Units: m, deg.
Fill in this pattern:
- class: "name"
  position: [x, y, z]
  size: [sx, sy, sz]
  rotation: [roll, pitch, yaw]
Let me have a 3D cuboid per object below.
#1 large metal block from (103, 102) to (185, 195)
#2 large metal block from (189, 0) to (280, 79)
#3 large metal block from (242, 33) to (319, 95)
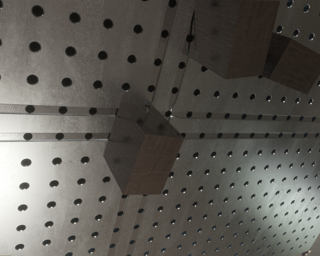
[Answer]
- class: "large metal block"
  position: [-0.024, 0.024, 0.379]
  size: [0.050, 0.080, 0.079]
  rotation: [7, 115, -32]
- class: "large metal block"
  position: [0.079, -0.109, 0.353]
  size: [0.050, 0.080, 0.079]
  rotation: [-10, 123, -24]
- class: "large metal block"
  position: [0.153, -0.091, 0.405]
  size: [0.081, 0.080, 0.050]
  rotation: [12, 112, -34]
